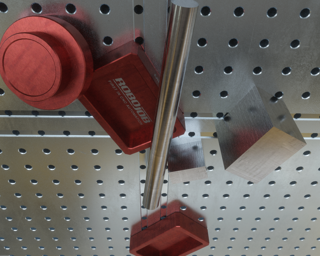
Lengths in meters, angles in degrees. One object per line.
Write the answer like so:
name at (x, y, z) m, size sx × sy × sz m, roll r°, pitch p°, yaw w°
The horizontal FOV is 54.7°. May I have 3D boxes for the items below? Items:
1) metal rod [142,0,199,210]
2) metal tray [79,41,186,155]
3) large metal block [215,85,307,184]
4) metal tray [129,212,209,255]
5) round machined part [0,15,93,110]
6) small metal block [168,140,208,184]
metal rod at (0.004, 0.001, 0.372) m, size 0.025 × 0.025 × 0.298 m, roll 5°, pitch 130°, yaw -5°
metal tray at (-0.035, -0.030, 0.382) m, size 0.090 × 0.030 × 0.130 m, roll -22°, pitch 127°, yaw 17°
large metal block at (0.119, 0.008, 0.384) m, size 0.050 × 0.080 × 0.080 m, roll 25°, pitch 126°, yaw -20°
metal tray at (0.016, 0.216, 0.592) m, size 0.130 × 0.030 × 0.090 m, roll -37°, pitch 122°, yaw 26°
round machined part at (-0.124, -0.065, 0.321) m, size 0.098 × 0.042 × 0.097 m, roll 4°, pitch 110°, yaw 10°
small metal block at (0.038, 0.048, 0.437) m, size 0.050 × 0.050 × 0.025 m, roll -11°, pitch 129°, yaw 9°
